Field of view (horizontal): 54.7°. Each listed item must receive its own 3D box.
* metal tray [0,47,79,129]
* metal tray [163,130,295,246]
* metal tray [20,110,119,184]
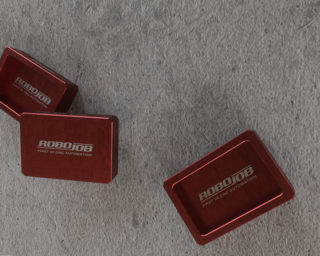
[{"bbox_3d":[-0.199,-0.055,0.476,0.130,0.030,0.090,32,100,17],"label":"metal tray"},{"bbox_3d":[0.081,0.072,0.377,0.130,0.030,0.090,-35,79,16],"label":"metal tray"},{"bbox_3d":[-0.125,0.025,0.431,0.131,0.030,0.089,4,99,8],"label":"metal tray"}]
